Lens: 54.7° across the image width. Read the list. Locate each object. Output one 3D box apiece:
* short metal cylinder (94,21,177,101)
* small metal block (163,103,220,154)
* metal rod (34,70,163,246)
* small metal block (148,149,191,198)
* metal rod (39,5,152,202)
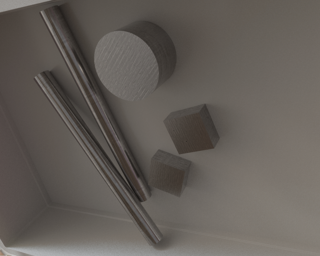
[{"bbox_3d":[-0.028,-0.078,0.358,0.080,0.050,0.079,13,124,20],"label":"short metal cylinder"},{"bbox_3d":[0.040,0.002,0.388,0.050,0.025,0.050,-13,112,33],"label":"small metal block"},{"bbox_3d":[-0.089,0.047,0.461,0.025,0.025,0.299,-31,95,37],"label":"metal rod"},{"bbox_3d":[0.013,0.064,0.440,0.050,0.025,0.050,19,126,16],"label":"small metal block"},{"bbox_3d":[-0.082,-0.020,0.437,0.025,0.025,0.299,-11,113,32],"label":"metal rod"}]
